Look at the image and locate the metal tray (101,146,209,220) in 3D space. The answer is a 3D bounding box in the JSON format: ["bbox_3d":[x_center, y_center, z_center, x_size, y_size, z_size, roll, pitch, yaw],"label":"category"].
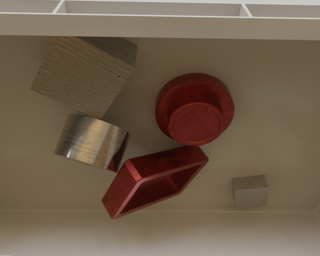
[{"bbox_3d":[-0.004,0.070,0.418,0.131,0.030,0.089,-9,142,-43],"label":"metal tray"}]

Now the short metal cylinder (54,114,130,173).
[{"bbox_3d":[-0.083,0.020,0.383,0.080,0.050,0.080,16,168,4],"label":"short metal cylinder"}]

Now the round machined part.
[{"bbox_3d":[0.043,-0.015,0.386,0.099,0.042,0.097,-1,130,0],"label":"round machined part"}]

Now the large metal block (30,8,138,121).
[{"bbox_3d":[-0.081,-0.066,0.335,0.080,0.050,0.080,25,125,-21],"label":"large metal block"}]

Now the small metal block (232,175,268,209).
[{"bbox_3d":[0.144,0.104,0.500,0.050,0.025,0.050,-7,130,5],"label":"small metal block"}]
